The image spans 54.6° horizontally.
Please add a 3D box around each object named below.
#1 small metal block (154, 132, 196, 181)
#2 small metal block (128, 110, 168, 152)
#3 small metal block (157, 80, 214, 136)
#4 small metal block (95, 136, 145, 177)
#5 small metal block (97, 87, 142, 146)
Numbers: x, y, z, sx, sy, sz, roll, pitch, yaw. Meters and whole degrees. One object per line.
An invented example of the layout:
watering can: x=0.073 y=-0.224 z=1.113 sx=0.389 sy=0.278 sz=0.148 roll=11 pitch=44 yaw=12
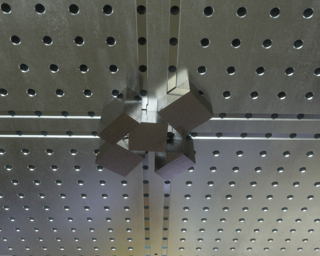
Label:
small metal block: x=0.020 y=0.037 z=0.426 sx=0.050 sy=0.050 sz=0.025 roll=-35 pitch=122 yaw=25
small metal block: x=-0.016 y=0.004 z=0.414 sx=0.050 sy=0.025 sz=0.050 roll=3 pitch=129 yaw=-2
small metal block: x=0.032 y=-0.024 z=0.391 sx=0.050 sy=0.025 sz=0.050 roll=-32 pitch=123 yaw=25
small metal block: x=-0.056 y=0.038 z=0.443 sx=0.050 sy=0.025 sz=0.050 roll=30 pitch=123 yaw=-24
small metal block: x=-0.049 y=-0.014 z=0.382 sx=0.025 sy=0.050 sz=0.050 roll=36 pitch=122 yaw=-27
